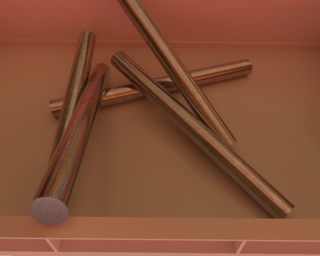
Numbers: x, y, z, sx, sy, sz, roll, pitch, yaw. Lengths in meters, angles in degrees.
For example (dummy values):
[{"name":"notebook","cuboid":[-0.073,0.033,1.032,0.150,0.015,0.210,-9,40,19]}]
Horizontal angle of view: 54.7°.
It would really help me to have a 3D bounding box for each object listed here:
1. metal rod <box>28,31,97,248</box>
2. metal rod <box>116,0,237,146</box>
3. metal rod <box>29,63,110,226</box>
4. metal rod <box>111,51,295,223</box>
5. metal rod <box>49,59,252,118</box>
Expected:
[{"name":"metal rod","cuboid":[-0.113,-0.010,0.386,0.025,0.025,0.299,2,58,1]},{"name":"metal rod","cuboid":[0.005,-0.101,0.414,0.025,0.025,0.299,-30,80,-23]},{"name":"metal rod","cuboid":[-0.080,-0.016,0.333,0.025,0.025,0.300,-2,28,-2]},{"name":"metal rod","cuboid":[0.037,-0.005,0.389,0.025,0.025,0.300,-34,64,-25]},{"name":"metal rod","cuboid":[-0.005,-0.061,0.456,0.302,0.025,0.025,-14,52,-12]}]
